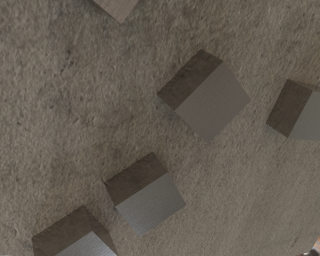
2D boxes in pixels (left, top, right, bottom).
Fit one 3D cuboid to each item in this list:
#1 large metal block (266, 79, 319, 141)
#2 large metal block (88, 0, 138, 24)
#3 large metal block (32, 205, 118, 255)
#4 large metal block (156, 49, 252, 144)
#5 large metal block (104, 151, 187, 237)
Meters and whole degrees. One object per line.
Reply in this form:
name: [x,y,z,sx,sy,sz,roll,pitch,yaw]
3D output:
large metal block: [0.234,-0.028,0.504,0.081,0.050,0.079,5,116,-31]
large metal block: [-0.040,-0.144,0.261,0.050,0.080,0.080,33,100,-39]
large metal block: [-0.116,0.168,0.432,0.080,0.050,0.080,-33,129,-7]
large metal block: [0.057,-0.040,0.399,0.080,0.050,0.080,-46,130,3]
large metal block: [-0.020,0.094,0.440,0.080,0.050,0.080,-33,129,-8]
